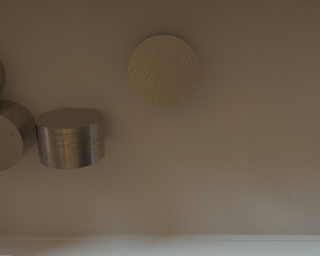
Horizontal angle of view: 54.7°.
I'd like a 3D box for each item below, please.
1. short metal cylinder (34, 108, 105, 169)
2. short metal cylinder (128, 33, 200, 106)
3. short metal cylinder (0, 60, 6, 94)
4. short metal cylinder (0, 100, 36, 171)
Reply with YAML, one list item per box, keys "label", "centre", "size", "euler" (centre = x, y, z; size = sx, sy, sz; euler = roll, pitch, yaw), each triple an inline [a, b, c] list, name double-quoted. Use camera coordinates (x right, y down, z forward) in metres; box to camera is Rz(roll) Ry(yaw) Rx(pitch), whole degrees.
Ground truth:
- label: "short metal cylinder"
  centre: [-0.110, 0.010, 0.385]
  size: [0.081, 0.080, 0.050]
  euler: [1, 110, -1]
- label: "short metal cylinder"
  centre: [0.004, -0.072, 0.371]
  size: [0.081, 0.050, 0.079]
  euler: [0, 110, 0]
- label: "short metal cylinder"
  centre: [-0.238, -0.062, 0.373]
  size: [0.081, 0.050, 0.079]
  euler: [0, 110, 0]
- label: "short metal cylinder"
  centre: [-0.207, 0.009, 0.399]
  size: [0.081, 0.050, 0.079]
  euler: [0, 110, 0]
